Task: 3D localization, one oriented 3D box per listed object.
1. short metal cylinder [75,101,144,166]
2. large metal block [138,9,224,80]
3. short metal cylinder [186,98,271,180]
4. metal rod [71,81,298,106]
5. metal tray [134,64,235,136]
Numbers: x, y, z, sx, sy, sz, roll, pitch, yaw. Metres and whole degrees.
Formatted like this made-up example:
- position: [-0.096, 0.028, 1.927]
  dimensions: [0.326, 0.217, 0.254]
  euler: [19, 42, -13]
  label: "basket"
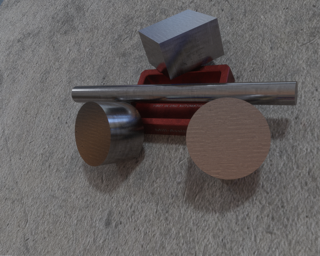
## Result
- position: [-0.066, 0.006, 0.396]
  dimensions: [0.080, 0.050, 0.079]
  euler: [4, 96, 45]
  label: "short metal cylinder"
- position: [0.027, -0.116, 0.418]
  dimensions: [0.080, 0.050, 0.080]
  euler: [-26, 34, -9]
  label: "large metal block"
- position: [0.069, 0.012, 0.325]
  dimensions: [0.080, 0.050, 0.080]
  euler: [-1, 84, 9]
  label: "short metal cylinder"
- position: [0.008, -0.043, 0.389]
  dimensions: [0.300, 0.025, 0.025]
  euler: [3, 63, 29]
  label: "metal rod"
- position: [0.026, -0.036, 0.411]
  dimensions: [0.130, 0.030, 0.090]
  euler: [2, 63, 29]
  label: "metal tray"
